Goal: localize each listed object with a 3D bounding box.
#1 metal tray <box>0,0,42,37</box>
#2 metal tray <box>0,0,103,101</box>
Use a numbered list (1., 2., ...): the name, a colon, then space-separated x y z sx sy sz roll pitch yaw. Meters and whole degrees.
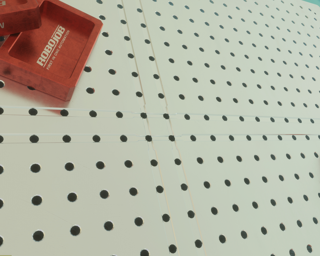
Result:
1. metal tray: -0.215 -0.140 0.350 0.131 0.030 0.090 -23 64 -25
2. metal tray: -0.135 -0.106 0.396 0.090 0.030 0.130 22 53 -15
